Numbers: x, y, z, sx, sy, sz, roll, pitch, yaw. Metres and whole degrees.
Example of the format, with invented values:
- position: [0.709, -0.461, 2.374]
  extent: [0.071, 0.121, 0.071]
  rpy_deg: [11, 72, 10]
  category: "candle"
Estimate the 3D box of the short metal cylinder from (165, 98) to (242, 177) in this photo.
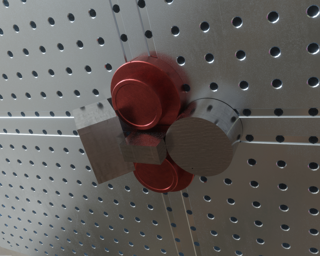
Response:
- position: [0.053, 0.011, 0.372]
  extent: [0.080, 0.050, 0.079]
  rpy_deg: [13, 124, 21]
  category: "short metal cylinder"

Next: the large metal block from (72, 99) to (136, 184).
- position: [-0.077, 0.015, 0.418]
  extent: [0.050, 0.080, 0.080]
  rpy_deg: [-20, 115, -12]
  category: "large metal block"

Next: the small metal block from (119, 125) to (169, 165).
- position: [-0.014, 0.019, 0.386]
  extent: [0.050, 0.050, 0.025]
  rpy_deg: [2, 119, 27]
  category: "small metal block"

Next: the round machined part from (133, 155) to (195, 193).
- position: [0.001, 0.051, 0.432]
  extent: [0.098, 0.042, 0.097]
  rpy_deg: [13, 124, 21]
  category: "round machined part"

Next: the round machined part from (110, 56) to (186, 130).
- position: [-0.021, -0.037, 0.389]
  extent: [0.098, 0.042, 0.097]
  rpy_deg: [13, 124, 21]
  category: "round machined part"
